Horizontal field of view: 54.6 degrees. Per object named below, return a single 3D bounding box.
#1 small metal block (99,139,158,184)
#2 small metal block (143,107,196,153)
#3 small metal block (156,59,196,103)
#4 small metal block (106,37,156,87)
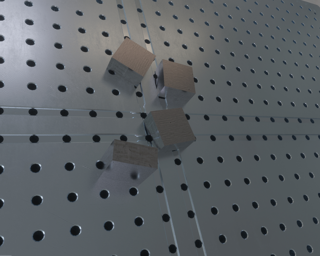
[{"bbox_3d":[-0.036,0.039,0.349,0.050,0.050,0.025,13,56,-21],"label":"small metal block"},{"bbox_3d":[0.013,0.003,0.413,0.050,0.025,0.050,-9,66,-32],"label":"small metal block"},{"bbox_3d":[0.023,-0.070,0.462,0.050,0.025,0.050,10,57,-23],"label":"small metal block"},{"bbox_3d":[-0.040,-0.094,0.444,0.050,0.025,0.050,31,52,-8],"label":"small metal block"}]
